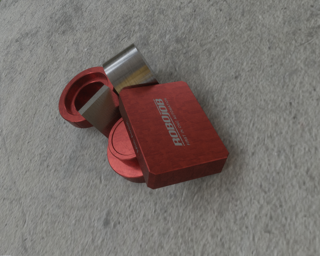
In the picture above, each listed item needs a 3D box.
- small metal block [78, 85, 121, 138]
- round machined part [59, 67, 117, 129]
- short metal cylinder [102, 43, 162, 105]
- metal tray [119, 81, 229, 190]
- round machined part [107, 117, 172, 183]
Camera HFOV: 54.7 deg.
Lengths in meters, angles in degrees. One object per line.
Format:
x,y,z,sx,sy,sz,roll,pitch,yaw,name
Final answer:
-0.071,-0.022,0.415,0.050,0.050,0.025,-47,27,-6,small metal block
-0.100,-0.042,0.471,0.098,0.042,0.098,-13,56,20,round machined part
-0.035,-0.070,0.431,0.050,0.080,0.080,-33,52,7,short metal cylinder
0.011,0.001,0.366,0.091,0.030,0.130,-11,50,-17,metal tray
-0.026,0.017,0.396,0.098,0.042,0.098,-13,56,20,round machined part
